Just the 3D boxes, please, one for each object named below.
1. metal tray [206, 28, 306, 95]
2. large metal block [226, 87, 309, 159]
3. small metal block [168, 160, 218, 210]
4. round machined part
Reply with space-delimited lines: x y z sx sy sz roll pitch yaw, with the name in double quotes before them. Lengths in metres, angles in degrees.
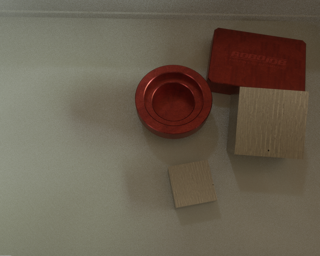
"metal tray" 0.136 -0.089 0.441 0.131 0.030 0.090 10 70 3
"large metal block" 0.131 -0.006 0.387 0.081 0.050 0.079 4 91 1
"small metal block" 0.039 0.070 0.384 0.050 0.025 0.050 -10 70 -4
"round machined part" 0.018 -0.031 0.412 0.099 0.042 0.098 0 70 -1
